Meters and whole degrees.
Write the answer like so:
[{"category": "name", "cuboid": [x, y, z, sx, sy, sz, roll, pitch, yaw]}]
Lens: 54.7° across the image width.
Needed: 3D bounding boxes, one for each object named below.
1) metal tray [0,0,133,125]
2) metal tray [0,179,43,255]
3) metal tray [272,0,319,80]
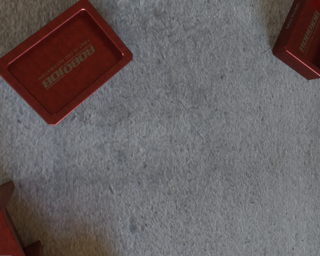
[{"category": "metal tray", "cuboid": [-0.109, -0.076, 0.366, 0.130, 0.030, 0.090, -44, 104, -15]}, {"category": "metal tray", "cuboid": [-0.151, 0.108, 0.312, 0.030, 0.130, 0.090, -23, 98, -19]}, {"category": "metal tray", "cuboid": [0.245, -0.155, 0.498, 0.090, 0.030, 0.130, 29, 80, -18]}]
